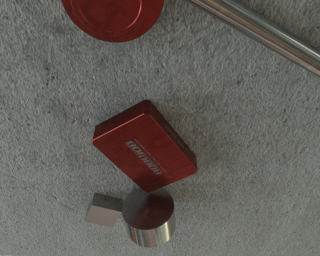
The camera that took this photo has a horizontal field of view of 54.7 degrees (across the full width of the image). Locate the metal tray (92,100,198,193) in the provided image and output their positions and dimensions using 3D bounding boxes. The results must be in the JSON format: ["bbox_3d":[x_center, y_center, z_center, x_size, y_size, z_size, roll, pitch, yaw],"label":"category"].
[{"bbox_3d":[-0.018,0.031,0.430,0.090,0.030,0.130,-26,126,20],"label":"metal tray"}]

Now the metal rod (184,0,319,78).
[{"bbox_3d":[0.160,-0.080,0.341,0.302,0.025,0.025,22,127,-19],"label":"metal rod"}]

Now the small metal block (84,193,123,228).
[{"bbox_3d":[-0.095,0.140,0.525,0.050,0.025,0.050,18,128,-15],"label":"small metal block"}]

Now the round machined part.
[{"bbox_3d":[-0.045,-0.125,0.289,0.099,0.042,0.097,-1,130,0],"label":"round machined part"}]

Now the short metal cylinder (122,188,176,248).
[{"bbox_3d":[-0.016,0.139,0.489,0.080,0.080,0.050,-4,130,3],"label":"short metal cylinder"}]
